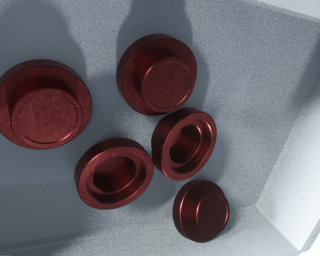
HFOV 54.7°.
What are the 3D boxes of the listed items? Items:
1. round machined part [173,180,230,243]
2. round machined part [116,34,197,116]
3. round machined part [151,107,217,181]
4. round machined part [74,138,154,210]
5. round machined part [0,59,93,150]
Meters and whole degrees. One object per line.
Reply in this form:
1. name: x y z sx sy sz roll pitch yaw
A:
1. round machined part: 0.072 0.133 0.493 0.099 0.042 0.097 3 85 -32
2. round machined part: 0.002 -0.057 0.365 0.099 0.042 0.097 -14 125 -21
3. round machined part: 0.027 0.018 0.416 0.099 0.042 0.097 -20 123 -34
4. round machined part: -0.061 0.054 0.399 0.099 0.042 0.097 -14 125 -21
5. round machined part: -0.119 -0.018 0.322 0.099 0.042 0.097 -14 125 -21
